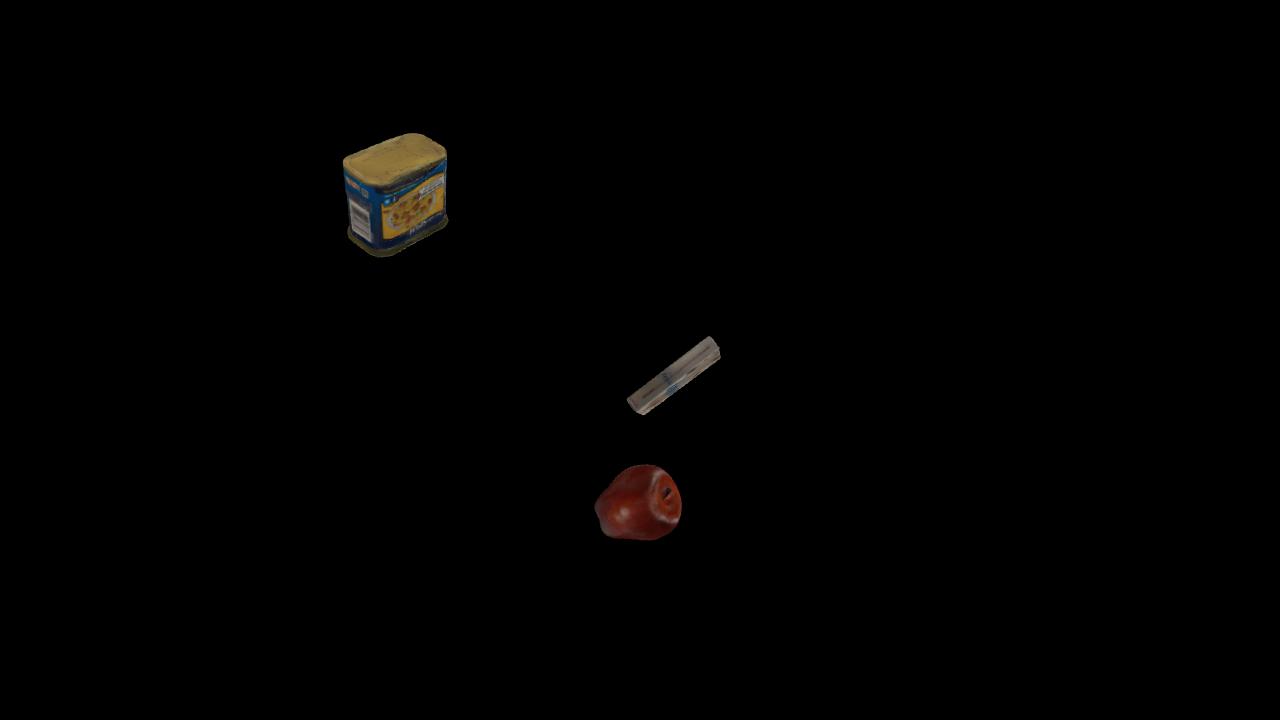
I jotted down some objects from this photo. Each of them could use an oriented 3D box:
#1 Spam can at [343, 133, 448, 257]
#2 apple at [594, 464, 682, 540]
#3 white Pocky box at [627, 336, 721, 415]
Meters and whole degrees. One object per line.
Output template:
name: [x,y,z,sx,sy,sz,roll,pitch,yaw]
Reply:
Spam can: [-0.238,-0.164,0.607,0.058,0.085,0.101,34,49,10]
apple: [-0.001,0.151,0.649,0.093,0.079,0.079,-27,-15,32]
white Pocky box: [0.053,0.026,0.926,0.154,0.028,0.084,-37,-12,1]
